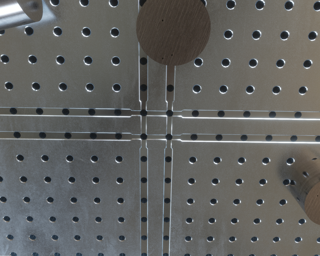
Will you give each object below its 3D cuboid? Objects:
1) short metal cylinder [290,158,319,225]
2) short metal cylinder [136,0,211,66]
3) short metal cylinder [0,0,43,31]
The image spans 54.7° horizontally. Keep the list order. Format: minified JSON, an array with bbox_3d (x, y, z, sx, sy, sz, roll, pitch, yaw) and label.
[{"bbox_3d":[0.233,0.089,0.435,0.081,0.050,0.079,0,110,0],"label":"short metal cylinder"},{"bbox_3d":[0.014,-0.116,0.357,0.081,0.050,0.079,0,110,0],"label":"short metal cylinder"},{"bbox_3d":[-0.168,-0.148,0.328,0.050,0.080,0.080,-12,110,4],"label":"short metal cylinder"}]
